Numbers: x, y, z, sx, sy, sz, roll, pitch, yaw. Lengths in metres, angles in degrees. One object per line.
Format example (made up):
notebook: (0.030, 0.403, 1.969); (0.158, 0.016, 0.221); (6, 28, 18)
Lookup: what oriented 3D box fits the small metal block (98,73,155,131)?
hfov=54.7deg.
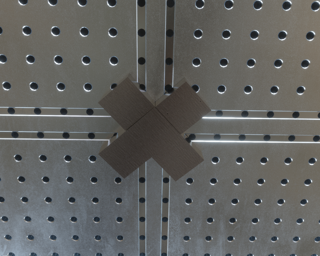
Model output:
small metal block: (-0.042, -0.034, 0.400); (0.050, 0.025, 0.050); (-39, 106, 13)

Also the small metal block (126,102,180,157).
small metal block: (-0.009, 0.002, 0.413); (0.050, 0.025, 0.050); (-39, 106, 13)

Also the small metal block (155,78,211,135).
small metal block: (0.030, -0.029, 0.403); (0.050, 0.025, 0.050); (-39, 106, 13)

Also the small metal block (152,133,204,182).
small metal block: (0.024, 0.037, 0.427); (0.050, 0.025, 0.050); (-39, 106, 13)

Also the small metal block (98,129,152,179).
small metal block: (-0.047, 0.033, 0.425); (0.050, 0.025, 0.050); (-39, 106, 13)
